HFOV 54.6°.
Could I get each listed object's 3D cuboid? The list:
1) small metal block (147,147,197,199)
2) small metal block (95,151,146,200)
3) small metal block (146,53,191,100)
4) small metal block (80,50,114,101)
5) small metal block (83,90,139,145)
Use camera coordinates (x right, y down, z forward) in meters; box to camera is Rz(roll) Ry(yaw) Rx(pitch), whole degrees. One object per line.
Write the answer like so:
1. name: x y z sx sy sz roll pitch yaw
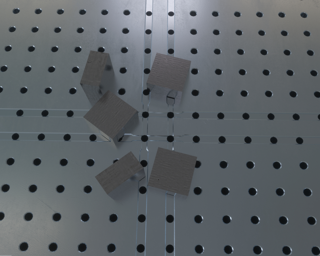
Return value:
1. small metal block: 0.016 0.057 0.391 0.050 0.025 0.050 14 71 5
2. small metal block: -0.046 0.059 0.377 0.050 0.050 0.025 -35 74 -12
3. small metal block: 0.013 -0.073 0.439 0.050 0.025 0.050 15 71 5
4. small metal block: -0.084 -0.069 0.423 0.025 0.050 0.050 10 70 4
5. small metal block: -0.065 -0.014 0.417 0.050 0.025 0.050 36 74 12
